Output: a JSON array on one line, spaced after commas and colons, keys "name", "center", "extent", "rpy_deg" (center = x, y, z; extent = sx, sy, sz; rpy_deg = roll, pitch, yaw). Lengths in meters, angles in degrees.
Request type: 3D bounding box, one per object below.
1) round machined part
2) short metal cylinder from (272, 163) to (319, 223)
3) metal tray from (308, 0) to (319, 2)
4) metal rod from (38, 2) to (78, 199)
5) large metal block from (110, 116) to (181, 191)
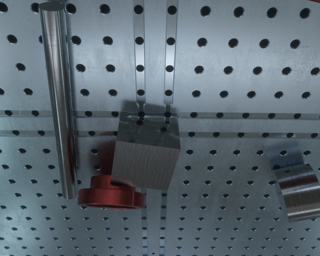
[{"name": "round machined part", "center": [-0.071, 0.096, 0.463], "extent": [0.099, 0.042, 0.098], "rpy_deg": [2, 162, 1]}, {"name": "short metal cylinder", "center": [0.204, 0.096, 0.461], "extent": [0.050, 0.080, 0.080], "rpy_deg": [-15, 129, 12]}, {"name": "metal tray", "center": [0.137, -0.131, 0.259], "extent": [0.131, 0.090, 0.030], "rpy_deg": [10, 129, -9]}, {"name": "metal rod", "center": [-0.126, -0.008, 0.402], "extent": [0.025, 0.025, 0.298], "rpy_deg": [5, 130, -5]}, {"name": "large metal block", "center": [-0.021, 0.036, 0.424], "extent": [0.081, 0.050, 0.079], "rpy_deg": [8, 128, -8]}]
